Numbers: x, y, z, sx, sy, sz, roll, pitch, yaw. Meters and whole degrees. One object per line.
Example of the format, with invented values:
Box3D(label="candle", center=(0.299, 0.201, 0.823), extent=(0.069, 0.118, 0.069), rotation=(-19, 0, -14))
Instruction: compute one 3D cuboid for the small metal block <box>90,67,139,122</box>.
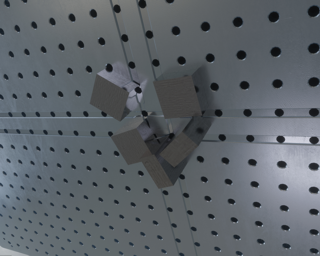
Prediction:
Box3D(label="small metal block", center=(-0.062, -0.045, 0.417), extent=(0.050, 0.025, 0.050), rotation=(30, 128, 8))

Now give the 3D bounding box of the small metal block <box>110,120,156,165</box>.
Box3D(label="small metal block", center=(-0.034, 0.021, 0.443), extent=(0.050, 0.025, 0.050), rotation=(-18, 109, 35))

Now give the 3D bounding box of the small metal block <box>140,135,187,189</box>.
Box3D(label="small metal block", center=(0.006, 0.045, 0.420), extent=(0.025, 0.050, 0.050), rotation=(-20, 108, 35))

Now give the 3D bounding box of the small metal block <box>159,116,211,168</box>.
Box3D(label="small metal block", center=(0.032, 0.015, 0.388), extent=(0.025, 0.050, 0.050), rotation=(42, 129, 0))

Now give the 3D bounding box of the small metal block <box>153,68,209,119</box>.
Box3D(label="small metal block", center=(0.026, -0.041, 0.373), extent=(0.050, 0.025, 0.050), rotation=(-4, 116, 30))
